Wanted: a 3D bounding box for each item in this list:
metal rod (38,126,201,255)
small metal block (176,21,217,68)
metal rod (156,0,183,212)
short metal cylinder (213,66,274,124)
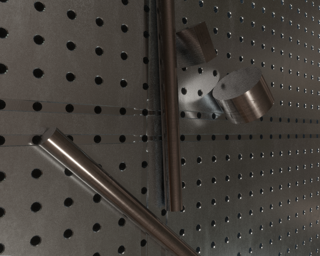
[{"bbox_3d":[-0.028,0.106,0.387,0.300,0.025,0.025,49,61,-29],"label":"metal rod"},{"bbox_3d":[0.045,-0.115,0.433,0.025,0.050,0.050,-37,113,-34],"label":"small metal block"},{"bbox_3d":[0.013,-0.037,0.421,0.025,0.025,0.298,-4,93,-40],"label":"metal rod"},{"bbox_3d":[0.130,-0.052,0.485,0.080,0.080,0.050,-52,121,-27],"label":"short metal cylinder"}]
